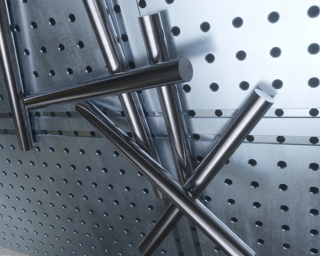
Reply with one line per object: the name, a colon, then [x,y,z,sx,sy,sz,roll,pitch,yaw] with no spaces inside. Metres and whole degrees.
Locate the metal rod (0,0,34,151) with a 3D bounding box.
metal rod: [-0.229,-0.090,0.477,0.025,0.025,0.298,18,126,18]

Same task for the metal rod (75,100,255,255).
metal rod: [-0.006,0.059,0.404,0.300,0.025,0.025,41,131,19]

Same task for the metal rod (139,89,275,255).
metal rod: [0.045,0.076,0.405,0.025,0.025,0.298,34,120,6]

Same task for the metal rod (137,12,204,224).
metal rod: [0.023,0.006,0.403,0.025,0.025,0.299,-1,118,28]

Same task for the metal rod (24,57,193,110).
metal rod: [-0.090,-0.049,0.401,0.300,0.025,0.025,-4,117,39]

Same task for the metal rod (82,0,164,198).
metal rod: [-0.039,-0.032,0.412,0.025,0.025,0.299,-4,117,30]
